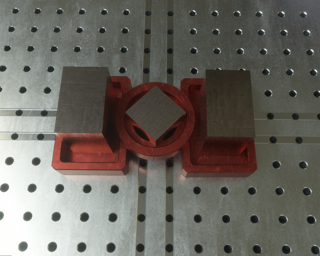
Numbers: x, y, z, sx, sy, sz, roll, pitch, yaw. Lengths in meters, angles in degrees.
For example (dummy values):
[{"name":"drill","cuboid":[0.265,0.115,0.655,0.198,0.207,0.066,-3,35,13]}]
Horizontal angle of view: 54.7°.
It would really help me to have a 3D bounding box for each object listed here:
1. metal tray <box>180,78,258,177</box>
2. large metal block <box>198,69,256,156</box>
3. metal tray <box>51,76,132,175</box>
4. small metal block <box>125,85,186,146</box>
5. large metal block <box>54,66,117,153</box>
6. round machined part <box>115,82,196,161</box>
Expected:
[{"name":"metal tray","cuboid":[0.073,-0.002,0.409,0.091,0.030,0.130,0,70,0]},{"name":"large metal block","cuboid":[0.076,-0.015,0.374,0.050,0.080,0.080,1,70,1]},{"name":"metal tray","cuboid":[-0.086,-0.005,0.409,0.091,0.030,0.130,1,70,0]},{"name":"small metal block","cuboid":[-0.005,-0.014,0.374,0.050,0.025,0.050,43,75,14]},{"name":"large metal block","cuboid":[-0.085,-0.019,0.375,0.050,0.080,0.080,1,70,0]},{"name":"round machined part","cuboid":[-0.006,-0.006,0.395,0.099,0.042,0.098,0,70,0]}]
